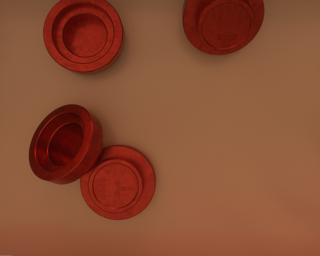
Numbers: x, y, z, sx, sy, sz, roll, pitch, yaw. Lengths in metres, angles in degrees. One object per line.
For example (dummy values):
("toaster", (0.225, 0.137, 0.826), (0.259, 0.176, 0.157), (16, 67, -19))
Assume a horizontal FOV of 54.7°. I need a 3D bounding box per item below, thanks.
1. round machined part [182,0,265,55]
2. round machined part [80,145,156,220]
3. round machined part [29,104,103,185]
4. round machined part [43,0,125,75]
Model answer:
("round machined part", (0.077, -0.132, 0.377), (0.099, 0.042, 0.097), (0, 132, 0))
("round machined part", (-0.055, 0.072, 0.402), (0.099, 0.042, 0.097), (0, 90, 0))
("round machined part", (-0.111, 0.023, 0.386), (0.098, 0.042, 0.098), (-12, 62, 24))
("round machined part", (-0.095, -0.117, 0.402), (0.099, 0.042, 0.097), (0, 90, 0))
